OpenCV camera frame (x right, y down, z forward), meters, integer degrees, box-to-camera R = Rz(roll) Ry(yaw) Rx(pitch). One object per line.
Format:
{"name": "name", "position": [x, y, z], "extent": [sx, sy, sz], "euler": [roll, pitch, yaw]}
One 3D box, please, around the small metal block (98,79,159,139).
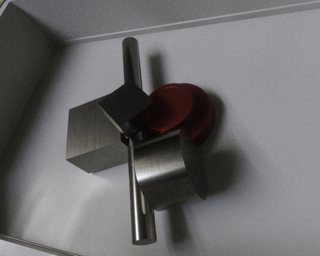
{"name": "small metal block", "position": [-0.038, -0.024, 0.375], "extent": [0.050, 0.025, 0.050], "euler": [-38, 57, -12]}

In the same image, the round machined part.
{"name": "round machined part", "position": [0.017, -0.018, 0.393], "extent": [0.098, 0.042, 0.098], "euler": [-13, 56, 20]}

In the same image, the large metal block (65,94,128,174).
{"name": "large metal block", "position": [-0.076, 0.006, 0.419], "extent": [0.080, 0.050, 0.080], "euler": [-19, 55, 17]}

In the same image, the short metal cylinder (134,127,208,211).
{"name": "short metal cylinder", "position": [0.013, 0.044, 0.333], "extent": [0.050, 0.080, 0.080], "euler": [-19, 55, 17]}

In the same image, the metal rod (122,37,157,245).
{"name": "metal rod", "position": [-0.031, -0.008, 0.396], "extent": [0.025, 0.025, 0.299], "euler": [-19, 54, 17]}
